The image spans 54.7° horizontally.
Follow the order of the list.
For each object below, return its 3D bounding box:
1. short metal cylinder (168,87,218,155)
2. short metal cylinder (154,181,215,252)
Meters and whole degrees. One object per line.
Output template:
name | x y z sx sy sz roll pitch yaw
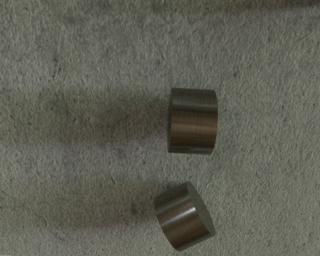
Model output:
short metal cylinder | 0.037 -0.008 0.378 0.050 0.080 0.079 3 110 -2
short metal cylinder | 0.034 0.120 0.425 0.050 0.080 0.080 -29 108 10
